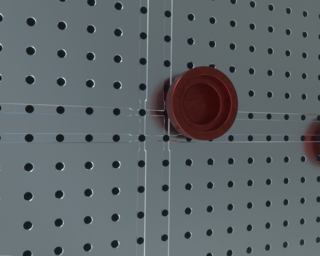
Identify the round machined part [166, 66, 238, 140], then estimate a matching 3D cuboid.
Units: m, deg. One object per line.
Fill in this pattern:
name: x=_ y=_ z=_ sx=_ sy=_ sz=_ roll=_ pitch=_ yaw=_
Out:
round machined part: x=0.054 y=-0.033 z=0.425 sx=0.099 sy=0.042 sz=0.097 roll=0 pitch=90 yaw=-21
